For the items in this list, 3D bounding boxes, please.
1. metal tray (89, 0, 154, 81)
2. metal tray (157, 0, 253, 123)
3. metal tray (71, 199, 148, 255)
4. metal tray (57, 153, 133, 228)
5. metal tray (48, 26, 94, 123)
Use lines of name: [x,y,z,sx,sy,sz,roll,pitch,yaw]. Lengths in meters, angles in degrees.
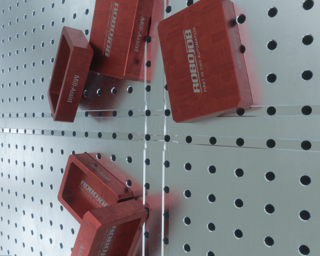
metal tray: [-0.062,-0.141,0.455,0.090,0.030,0.129,19,102,38]
metal tray: [0.049,-0.077,0.364,0.090,0.030,0.129,-15,81,38]
metal tray: [-0.076,0.167,0.426,0.030,0.091,0.129,32,110,35]
metal tray: [-0.107,0.109,0.491,0.130,0.030,0.089,32,109,35]
metal tray: [-0.147,-0.085,0.497,0.090,0.030,0.129,57,131,46]
